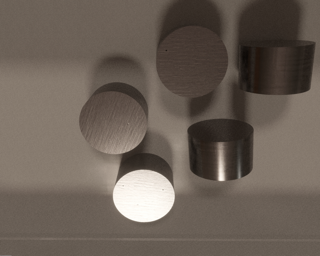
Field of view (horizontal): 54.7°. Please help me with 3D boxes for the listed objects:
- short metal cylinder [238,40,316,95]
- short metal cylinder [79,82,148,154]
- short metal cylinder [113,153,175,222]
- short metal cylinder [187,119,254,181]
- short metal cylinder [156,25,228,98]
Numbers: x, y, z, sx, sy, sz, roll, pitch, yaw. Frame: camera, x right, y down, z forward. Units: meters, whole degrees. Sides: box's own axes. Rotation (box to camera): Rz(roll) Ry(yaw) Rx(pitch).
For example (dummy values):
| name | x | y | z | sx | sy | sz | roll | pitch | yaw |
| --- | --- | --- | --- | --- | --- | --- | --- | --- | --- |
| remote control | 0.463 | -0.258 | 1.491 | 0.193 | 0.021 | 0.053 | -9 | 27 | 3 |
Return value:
| name | x | y | z | sx | sy | sz | roll | pitch | yaw |
| --- | --- | --- | --- | --- | --- | --- | --- | --- | --- |
| short metal cylinder | 0.132 | -0.072 | 0.357 | 0.081 | 0.080 | 0.050 | -3 | 110 | 1 |
| short metal cylinder | -0.056 | -0.014 | 0.392 | 0.081 | 0.050 | 0.079 | 0 | 110 | -1 |
| short metal cylinder | -0.021 | 0.081 | 0.428 | 0.081 | 0.050 | 0.079 | 0 | 110 | -1 |
| short metal cylinder | 0.076 | 0.025 | 0.392 | 0.081 | 0.080 | 0.050 | -5 | 110 | 1 |
| short metal cylinder | 0.036 | -0.081 | 0.369 | 0.081 | 0.050 | 0.079 | 0 | 110 | -1 |
